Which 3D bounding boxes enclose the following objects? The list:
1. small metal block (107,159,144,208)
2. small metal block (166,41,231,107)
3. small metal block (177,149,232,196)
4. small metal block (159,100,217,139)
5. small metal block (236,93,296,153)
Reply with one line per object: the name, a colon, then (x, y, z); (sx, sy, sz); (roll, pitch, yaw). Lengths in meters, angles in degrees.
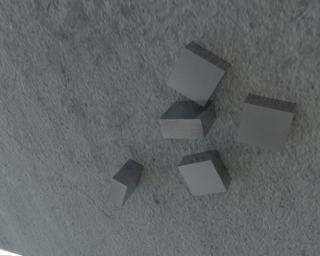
small metal block: (-0.052, 0.083, 0.468); (0.025, 0.050, 0.050); (27, 128, 11)
small metal block: (0.042, -0.060, 0.346); (0.050, 0.025, 0.050); (32, 128, 6)
small metal block: (0.060, 0.060, 0.412); (0.050, 0.025, 0.050); (-17, 110, 34)
small metal block: (0.034, -0.011, 0.365); (0.050, 0.050, 0.025); (1, 119, 27)
small metal block: (0.116, -0.006, 0.342); (0.050, 0.025, 0.050); (15, 125, 19)
